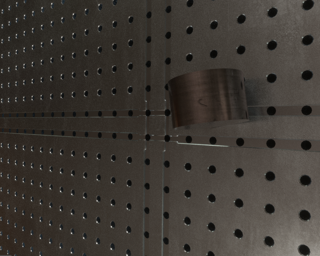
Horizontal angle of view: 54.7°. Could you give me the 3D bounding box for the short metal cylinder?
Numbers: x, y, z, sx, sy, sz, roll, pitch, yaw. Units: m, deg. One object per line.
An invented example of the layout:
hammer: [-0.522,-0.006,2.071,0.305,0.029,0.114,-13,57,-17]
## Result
short metal cylinder: [0.051,-0.028,0.330,0.080,0.081,0.050,-10,84,39]
